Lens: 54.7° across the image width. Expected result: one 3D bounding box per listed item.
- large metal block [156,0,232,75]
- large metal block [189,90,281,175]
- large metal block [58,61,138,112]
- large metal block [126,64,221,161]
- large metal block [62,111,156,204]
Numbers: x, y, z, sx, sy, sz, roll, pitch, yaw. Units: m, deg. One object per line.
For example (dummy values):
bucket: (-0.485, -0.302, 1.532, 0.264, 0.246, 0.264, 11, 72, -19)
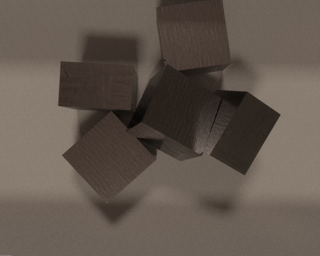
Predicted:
large metal block: (0.041, -0.112, 0.399, 0.081, 0.050, 0.080, -8, 90, -1)
large metal block: (0.085, 0.001, 0.380, 0.050, 0.080, 0.080, 31, 90, -16)
large metal block: (-0.071, -0.047, 0.383, 0.081, 0.080, 0.050, 3, 90, -1)
large metal block: (0.017, -0.016, 0.375, 0.080, 0.050, 0.080, 30, 66, -17)
large metal block: (-0.061, 0.035, 0.398, 0.080, 0.050, 0.080, -42, 91, 0)
